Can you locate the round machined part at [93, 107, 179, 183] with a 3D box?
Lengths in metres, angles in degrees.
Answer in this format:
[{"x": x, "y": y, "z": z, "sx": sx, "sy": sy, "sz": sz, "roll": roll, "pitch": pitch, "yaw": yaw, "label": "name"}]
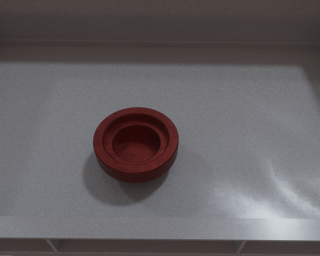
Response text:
[{"x": -0.028, "y": 0.024, "z": 0.374, "sx": 0.099, "sy": 0.042, "sz": 0.098, "roll": 0, "pitch": 50, "yaw": 0, "label": "round machined part"}]
